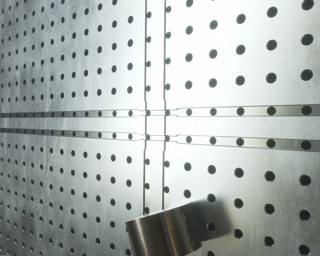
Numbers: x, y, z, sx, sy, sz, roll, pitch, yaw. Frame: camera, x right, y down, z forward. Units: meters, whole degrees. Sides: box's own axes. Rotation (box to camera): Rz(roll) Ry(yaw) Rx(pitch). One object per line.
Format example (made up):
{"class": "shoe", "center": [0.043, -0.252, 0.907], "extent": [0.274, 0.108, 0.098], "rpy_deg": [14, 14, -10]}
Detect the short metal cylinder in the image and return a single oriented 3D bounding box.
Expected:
{"class": "short metal cylinder", "center": [0.004, 0.125, 0.369], "extent": [0.080, 0.081, 0.050], "rpy_deg": [-26, 74, 37]}
